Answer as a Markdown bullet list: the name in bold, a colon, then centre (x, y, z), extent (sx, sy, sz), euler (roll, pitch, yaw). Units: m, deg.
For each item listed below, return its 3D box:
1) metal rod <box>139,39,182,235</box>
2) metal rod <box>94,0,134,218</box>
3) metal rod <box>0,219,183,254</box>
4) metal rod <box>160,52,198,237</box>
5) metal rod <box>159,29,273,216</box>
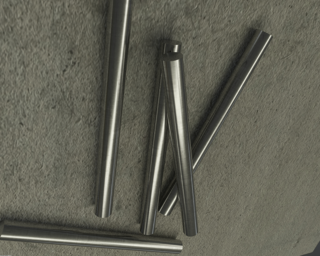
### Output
- **metal rod**: centre (-0.004, 0.032, 0.424), extent (0.025, 0.025, 0.298), euler (-7, 122, -25)
- **metal rod**: centre (-0.058, -0.013, 0.366), extent (0.025, 0.025, 0.298), euler (-5, 121, -26)
- **metal rod**: centre (-0.081, 0.168, 0.466), extent (0.302, 0.025, 0.025), euler (22, 107, -36)
- **metal rod**: centre (0.031, 0.044, 0.417), extent (0.025, 0.025, 0.298), euler (-21, 127, -16)
- **metal rod**: centre (0.071, 0.003, 0.447), extent (0.025, 0.025, 0.298), euler (15, 110, -35)
